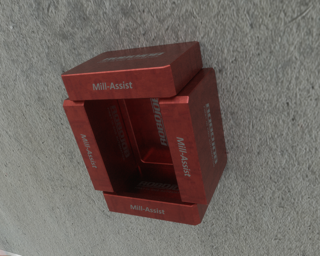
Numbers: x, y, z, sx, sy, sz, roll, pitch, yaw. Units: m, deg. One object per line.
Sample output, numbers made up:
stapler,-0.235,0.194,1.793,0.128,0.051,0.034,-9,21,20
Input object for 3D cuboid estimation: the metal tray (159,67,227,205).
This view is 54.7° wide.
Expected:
metal tray,0.043,0.008,0.347,0.030,0.090,0.129,1,119,28

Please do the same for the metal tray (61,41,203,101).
metal tray,-0.029,-0.063,0.341,0.130,0.090,0.030,1,119,27

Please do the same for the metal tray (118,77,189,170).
metal tray,0.001,-0.008,0.398,0.090,0.030,0.129,1,119,27

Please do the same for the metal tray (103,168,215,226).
metal tray,0.003,0.077,0.411,0.130,0.090,0.030,1,119,27

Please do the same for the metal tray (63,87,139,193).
metal tray,-0.065,0.006,0.402,0.030,0.090,0.129,1,119,28
